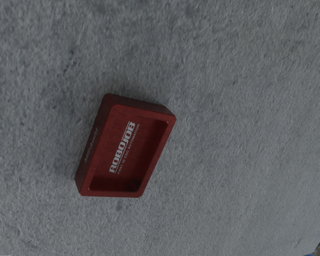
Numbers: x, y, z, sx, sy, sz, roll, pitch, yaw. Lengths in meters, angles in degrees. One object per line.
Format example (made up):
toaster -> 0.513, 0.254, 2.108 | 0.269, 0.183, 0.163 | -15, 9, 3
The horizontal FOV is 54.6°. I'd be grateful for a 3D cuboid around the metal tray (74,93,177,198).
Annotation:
metal tray -> -0.045, 0.028, 0.395 | 0.091, 0.030, 0.129 | 11, 113, -33
